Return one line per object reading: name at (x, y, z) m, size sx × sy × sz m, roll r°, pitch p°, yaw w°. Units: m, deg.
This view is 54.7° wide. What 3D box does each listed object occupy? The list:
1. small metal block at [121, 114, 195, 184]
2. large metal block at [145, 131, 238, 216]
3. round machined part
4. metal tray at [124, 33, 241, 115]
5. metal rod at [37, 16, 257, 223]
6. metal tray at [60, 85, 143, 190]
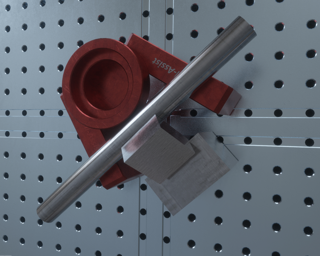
small metal block at (-0.002, 0.022, 0.312) m, size 0.050 × 0.050 × 0.025 m, roll -44°, pitch 32°, yaw 14°
large metal block at (0.041, 0.050, 0.365) m, size 0.080 × 0.080 × 0.050 m, roll -43°, pitch 77°, yaw 15°
round machined part at (-0.056, -0.047, 0.349) m, size 0.098 × 0.042 × 0.097 m, roll 0°, pitch 90°, yaw 19°
metal tray at (0.028, -0.061, 0.367) m, size 0.130 × 0.090 × 0.030 m, roll 33°, pitch 102°, yaw 16°
metal rod at (-0.026, 0.003, 0.325) m, size 0.299 × 0.025 × 0.025 m, roll -42°, pitch 77°, yaw 14°
metal tray at (-0.065, 0.008, 0.399) m, size 0.030 × 0.090 × 0.130 m, roll -31°, pitch 80°, yaw 17°
